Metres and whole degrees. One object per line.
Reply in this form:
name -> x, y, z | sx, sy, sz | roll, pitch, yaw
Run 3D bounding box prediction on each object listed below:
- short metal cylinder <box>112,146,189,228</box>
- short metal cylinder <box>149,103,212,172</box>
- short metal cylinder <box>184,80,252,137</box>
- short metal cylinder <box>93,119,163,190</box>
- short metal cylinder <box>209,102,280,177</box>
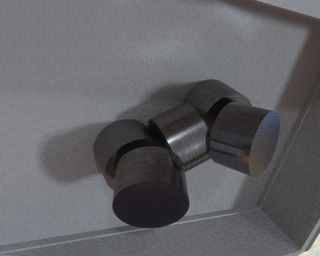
short metal cylinder -> -0.010, 0.067, 0.344 | 0.081, 0.050, 0.079 | -2, 129, -2
short metal cylinder -> 0.026, 0.014, 0.396 | 0.050, 0.080, 0.080 | -27, 128, -12
short metal cylinder -> 0.077, -0.019, 0.423 | 0.081, 0.050, 0.079 | -14, 125, -21
short metal cylinder -> -0.038, 0.036, 0.393 | 0.081, 0.050, 0.079 | -14, 125, -21
short metal cylinder -> 0.103, 0.013, 0.372 | 0.081, 0.050, 0.079 | -24, 123, -44
